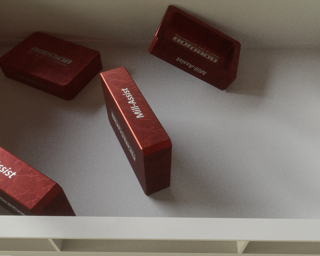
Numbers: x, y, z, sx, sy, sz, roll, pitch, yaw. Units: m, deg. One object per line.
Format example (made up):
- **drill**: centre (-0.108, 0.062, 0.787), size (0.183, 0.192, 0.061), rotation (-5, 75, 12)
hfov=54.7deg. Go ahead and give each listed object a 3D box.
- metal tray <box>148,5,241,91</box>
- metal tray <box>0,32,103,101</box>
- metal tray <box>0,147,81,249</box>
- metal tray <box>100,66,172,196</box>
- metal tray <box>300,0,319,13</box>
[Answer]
- **metal tray**: centre (0.056, -0.122, 0.470), size (0.131, 0.030, 0.090), rotation (25, 53, -10)
- **metal tray**: centre (-0.169, -0.100, 0.485), size (0.130, 0.030, 0.090), rotation (21, 53, 16)
- **metal tray**: centre (-0.147, 0.060, 0.311), size (0.130, 0.090, 0.030), rotation (26, 55, 20)
- **metal tray**: centre (-0.029, 0.002, 0.360), size (0.030, 0.090, 0.130), rotation (-20, 53, -16)
- **metal tray**: centre (0.365, -0.255, 0.621), size (0.130, 0.030, 0.090), rotation (31, 56, 23)
